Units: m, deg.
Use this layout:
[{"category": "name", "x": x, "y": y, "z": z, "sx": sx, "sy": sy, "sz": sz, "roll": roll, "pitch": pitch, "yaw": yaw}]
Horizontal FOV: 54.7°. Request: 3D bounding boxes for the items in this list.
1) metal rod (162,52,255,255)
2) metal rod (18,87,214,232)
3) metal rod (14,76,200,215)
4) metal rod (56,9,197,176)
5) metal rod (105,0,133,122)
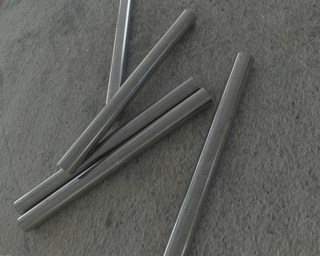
[{"category": "metal rod", "x": 0.054, "y": 0.040, "z": 0.350, "sx": 0.025, "sy": 0.025, "sz": 0.300, "roll": 10, "pitch": 67, "yaw": 32}, {"category": "metal rod", "x": -0.061, "y": 0.044, "z": 0.408, "sx": 0.300, "sy": 0.025, "sz": 0.025, "roll": -35, "pitch": 51, "yaw": 4}, {"category": "metal rod", "x": -0.074, "y": 0.027, "z": 0.426, "sx": 0.300, "sy": 0.025, "sz": 0.025, "roll": -35, "pitch": 51, "yaw": 4}, {"category": "metal rod", "x": -0.037, "y": -0.061, "z": 0.441, "sx": 0.025, "sy": 0.025, "sz": 0.300, "roll": 23, "pitch": 68, "yaw": 36}, {"category": "metal rod", "x": -0.066, "y": -0.143, "z": 0.526, "sx": 0.025, "sy": 0.025, "sz": 0.299, "roll": -12, "pitch": 56, "yaw": 22}]
